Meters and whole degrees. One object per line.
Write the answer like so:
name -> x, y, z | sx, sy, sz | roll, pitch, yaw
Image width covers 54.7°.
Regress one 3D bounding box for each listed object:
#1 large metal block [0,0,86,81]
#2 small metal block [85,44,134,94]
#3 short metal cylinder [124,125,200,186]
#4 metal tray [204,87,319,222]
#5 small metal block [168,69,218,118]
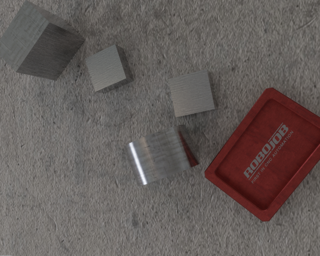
large metal block -> -0.167, -0.119, 0.438 | 0.050, 0.080, 0.080 | 44, 104, 14
small metal block -> -0.071, -0.081, 0.434 | 0.050, 0.025, 0.050 | -20, 83, 18
short metal cylinder -> 0.003, 0.034, 0.379 | 0.080, 0.080, 0.050 | -23, 83, 18
metal tray -> 0.126, 0.030, 0.361 | 0.090, 0.030, 0.129 | 37, 102, 16
small metal block -> 0.042, -0.043, 0.394 | 0.050, 0.025, 0.050 | -12, 86, 19
